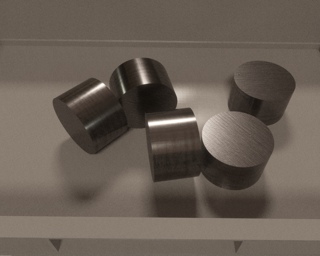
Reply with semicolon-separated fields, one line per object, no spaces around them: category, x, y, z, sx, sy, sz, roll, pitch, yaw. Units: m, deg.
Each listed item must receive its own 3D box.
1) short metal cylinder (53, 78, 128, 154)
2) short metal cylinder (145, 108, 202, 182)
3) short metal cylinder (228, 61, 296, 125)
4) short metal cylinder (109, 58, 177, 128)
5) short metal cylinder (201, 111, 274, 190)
short metal cylinder;-0.086;-0.014;0.380;0.080;0.080;0.050;37;59;27
short metal cylinder;0.013;0.019;0.354;0.050;0.080;0.080;-7;51;-6
short metal cylinder;0.139;-0.049;0.432;0.081;0.050;0.080;0;50;0
short metal cylinder;-0.023;-0.045;0.407;0.081;0.080;0.050;-11;51;-9
short metal cylinder;0.088;0.026;0.368;0.081;0.050;0.080;0;50;0
